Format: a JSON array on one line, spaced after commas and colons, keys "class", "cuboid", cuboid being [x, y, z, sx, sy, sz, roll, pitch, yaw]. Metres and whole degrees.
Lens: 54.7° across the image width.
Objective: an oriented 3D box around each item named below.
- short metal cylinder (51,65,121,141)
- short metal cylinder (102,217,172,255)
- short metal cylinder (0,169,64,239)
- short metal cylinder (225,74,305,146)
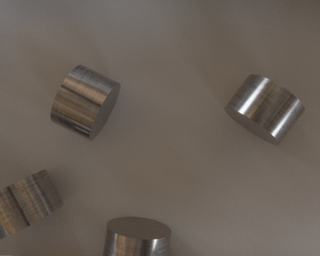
[{"class": "short metal cylinder", "cuboid": [-0.090, -0.031, 0.383, 0.050, 0.080, 0.080, 27, 90, 0]}, {"class": "short metal cylinder", "cuboid": [-0.029, 0.147, 0.384, 0.080, 0.080, 0.050, 8, 90, 0]}, {"class": "short metal cylinder", "cuboid": [-0.168, 0.092, 0.383, 0.080, 0.080, 0.050, -27, 90, 0]}, {"class": "short metal cylinder", "cuboid": [0.128, -0.022, 0.385, 0.080, 0.080, 0.050, 36, 90, 0]}]
